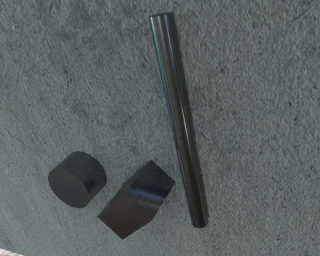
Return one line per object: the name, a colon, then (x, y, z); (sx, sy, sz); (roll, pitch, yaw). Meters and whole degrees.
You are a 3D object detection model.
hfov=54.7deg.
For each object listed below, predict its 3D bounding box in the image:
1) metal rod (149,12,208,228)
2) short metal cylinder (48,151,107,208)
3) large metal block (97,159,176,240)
metal rod: (0.030, 0.009, 0.396); (0.025, 0.025, 0.298); (2, 119, 27)
short metal cylinder: (-0.137, 0.086, 0.516); (0.080, 0.050, 0.079); (13, 124, 21)
large metal block: (-0.034, 0.104, 0.454); (0.050, 0.080, 0.080); (44, 129, -2)
